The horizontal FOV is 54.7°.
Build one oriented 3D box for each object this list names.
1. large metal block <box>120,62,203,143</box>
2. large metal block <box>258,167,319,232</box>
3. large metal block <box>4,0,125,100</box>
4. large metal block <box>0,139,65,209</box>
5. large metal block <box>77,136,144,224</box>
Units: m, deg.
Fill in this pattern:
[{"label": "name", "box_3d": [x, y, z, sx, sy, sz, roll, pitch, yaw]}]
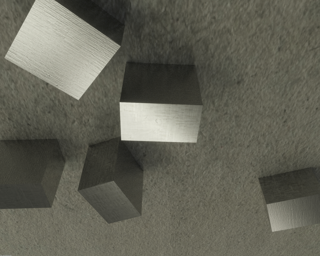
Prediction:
[{"label": "large metal block", "box_3d": [0.000, -0.030, 0.345, 0.081, 0.080, 0.050, 2, 130, -2]}, {"label": "large metal block", "box_3d": [0.208, 0.115, 0.492, 0.080, 0.050, 0.080, -15, 129, 12]}, {"label": "large metal block", "box_3d": [-0.094, -0.088, 0.314, 0.080, 0.050, 0.080, 31, 123, -24]}, {"label": "large metal block", "box_3d": [-0.183, 0.061, 0.420, 0.081, 0.080, 0.050, -2, 130, 1]}, {"label": "large metal block", "box_3d": [-0.064, 0.073, 0.432, 0.050, 0.080, 0.080, -18, 128, 14]}]
